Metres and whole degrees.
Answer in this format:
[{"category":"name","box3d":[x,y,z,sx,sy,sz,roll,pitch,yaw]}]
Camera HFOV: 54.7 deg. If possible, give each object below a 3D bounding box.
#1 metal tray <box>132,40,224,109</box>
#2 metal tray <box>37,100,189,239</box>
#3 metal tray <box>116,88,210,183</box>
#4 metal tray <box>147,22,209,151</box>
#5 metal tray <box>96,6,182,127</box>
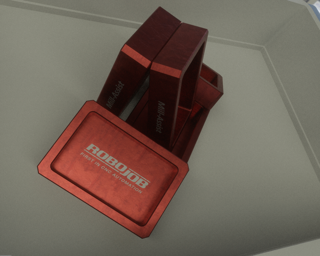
[{"category":"metal tray","box3d":[0.030,-0.088,0.450,0.130,0.030,0.090,34,26,-6]},{"category":"metal tray","box3d":[-0.046,0.043,0.328,0.130,0.030,0.090,35,75,-6]},{"category":"metal tray","box3d":[0.005,-0.003,0.406,0.090,0.030,0.130,34,51,-6]},{"category":"metal tray","box3d":[0.018,-0.041,0.357,0.030,0.129,0.090,20,50,12]},{"category":"metal tray","box3d":[-0.031,-0.065,0.359,0.030,0.129,0.090,34,51,-5]}]
